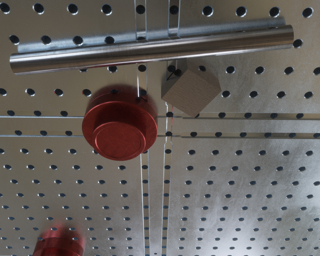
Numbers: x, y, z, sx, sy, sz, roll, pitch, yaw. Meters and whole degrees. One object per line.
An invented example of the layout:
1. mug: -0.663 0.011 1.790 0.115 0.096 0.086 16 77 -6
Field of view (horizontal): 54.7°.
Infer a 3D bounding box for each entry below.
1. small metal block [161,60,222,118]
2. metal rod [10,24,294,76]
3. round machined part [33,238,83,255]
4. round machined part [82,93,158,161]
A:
1. small metal block: 0.036 -0.047 0.372 0.050 0.025 0.050 29 124 -22
2. metal rod: -0.012 -0.084 0.339 0.302 0.025 0.025 -5 130 4
3. round machined part: -0.207 0.267 0.626 0.099 0.042 0.097 0 130 0
4. round machined part: -0.052 0.005 0.405 0.099 0.042 0.097 0 130 0
